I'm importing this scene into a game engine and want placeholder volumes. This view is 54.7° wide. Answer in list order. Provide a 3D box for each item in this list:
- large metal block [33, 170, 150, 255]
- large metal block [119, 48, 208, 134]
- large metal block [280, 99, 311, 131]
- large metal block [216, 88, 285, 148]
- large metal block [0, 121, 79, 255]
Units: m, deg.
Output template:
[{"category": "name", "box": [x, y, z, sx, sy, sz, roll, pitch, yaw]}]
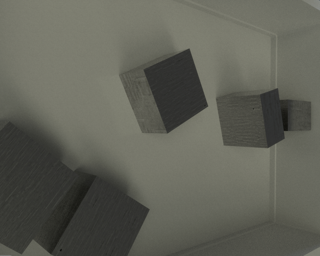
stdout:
[{"category": "large metal block", "box": [-0.070, 0.102, 0.331, 0.080, 0.050, 0.080, 42, 65, -32]}, {"category": "large metal block", "box": [0.007, -0.047, 0.396, 0.081, 0.050, 0.080, -33, 111, -35]}, {"category": "large metal block", "box": [0.206, -0.021, 0.543, 0.081, 0.080, 0.050, -1, 91, -40]}, {"category": "large metal block", "box": [0.142, -0.016, 0.489, 0.050, 0.080, 0.080, -19, 103, -38]}, {"category": "large metal block", "box": [-0.136, 0.050, 0.276, 0.080, 0.050, 0.080, 48, 62, -30]}]
